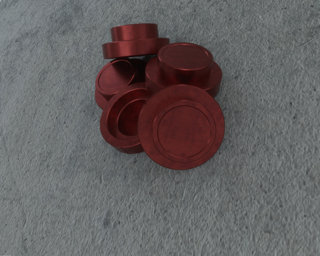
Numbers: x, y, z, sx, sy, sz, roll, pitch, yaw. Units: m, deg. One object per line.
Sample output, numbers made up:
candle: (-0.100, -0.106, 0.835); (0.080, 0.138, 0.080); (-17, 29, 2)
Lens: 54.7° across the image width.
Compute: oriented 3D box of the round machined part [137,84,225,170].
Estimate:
round machined part: (0.024, 0.001, 0.345); (0.098, 0.098, 0.042); (-37, 10, 3)

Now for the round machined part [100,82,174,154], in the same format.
round machined part: (-0.027, -0.009, 0.413); (0.098, 0.042, 0.098); (-13, 56, 20)

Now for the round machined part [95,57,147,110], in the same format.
round machined part: (-0.057, -0.067, 0.465); (0.098, 0.042, 0.098); (-13, 56, 20)

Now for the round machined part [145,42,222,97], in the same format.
round machined part: (0.031, -0.075, 0.395); (0.099, 0.042, 0.098); (2, 43, -2)

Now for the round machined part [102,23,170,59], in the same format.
round machined part: (-0.035, -0.126, 0.451); (0.098, 0.099, 0.042); (1, 104, 28)
